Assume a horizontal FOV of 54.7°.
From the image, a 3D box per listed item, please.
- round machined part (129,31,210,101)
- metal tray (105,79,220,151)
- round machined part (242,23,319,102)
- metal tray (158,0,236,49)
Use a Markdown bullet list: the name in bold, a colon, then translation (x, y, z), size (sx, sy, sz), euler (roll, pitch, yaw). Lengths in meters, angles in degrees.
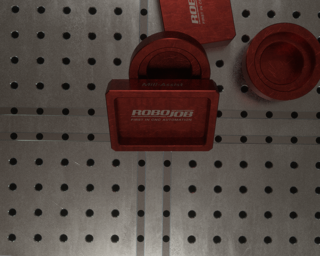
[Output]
- **round machined part**: translation (0.011, -0.076, 0.389), size (0.099, 0.042, 0.097), euler (0, 131, 0)
- **metal tray**: translation (0.003, -0.014, 0.387), size (0.131, 0.030, 0.089), euler (0, 125, -1)
- **round machined part**: translation (0.156, -0.083, 0.407), size (0.099, 0.042, 0.097), euler (0, 90, -1)
- **metal tray**: translation (0.043, -0.171, 0.411), size (0.091, 0.030, 0.129), euler (-10, 90, -1)
